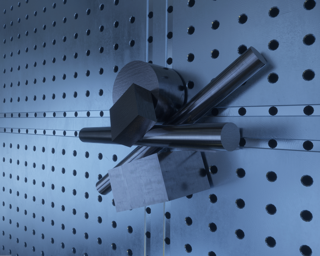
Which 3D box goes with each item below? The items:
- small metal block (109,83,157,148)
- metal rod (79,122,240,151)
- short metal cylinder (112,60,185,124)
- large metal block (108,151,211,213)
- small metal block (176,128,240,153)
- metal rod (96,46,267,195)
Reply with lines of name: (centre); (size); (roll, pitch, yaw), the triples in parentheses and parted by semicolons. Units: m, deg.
small metal block: (-0.032, -0.014, 0.355); (0.050, 0.025, 0.050); (-43, 42, 32)
metal rod: (-0.030, 0.010, 0.383); (0.299, 0.025, 0.025); (-1, 89, 53)
short metal cylinder: (-0.016, -0.043, 0.401); (0.080, 0.050, 0.080); (-1, 89, 40)
large metal block: (-0.001, 0.061, 0.368); (0.080, 0.081, 0.050); (-23, 76, 38)
small metal block: (0.054, 0.012, 0.344); (0.050, 0.050, 0.025); (0, 90, 41)
metal rod: (0.007, 0.008, 0.400); (0.299, 0.025, 0.025); (-41, 65, 32)
